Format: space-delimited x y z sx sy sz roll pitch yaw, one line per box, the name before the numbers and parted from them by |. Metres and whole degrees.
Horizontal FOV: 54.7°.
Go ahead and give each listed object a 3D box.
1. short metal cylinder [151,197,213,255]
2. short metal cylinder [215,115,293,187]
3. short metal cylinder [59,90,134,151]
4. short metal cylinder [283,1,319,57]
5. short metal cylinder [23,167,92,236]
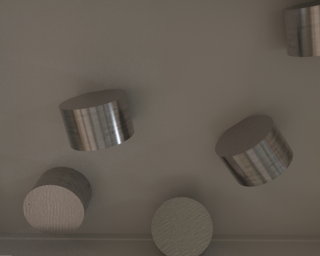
short metal cylinder | 0.031 0.142 0.427 0.080 0.080 0.050 -5 150 2
short metal cylinder | 0.118 0.028 0.393 0.080 0.080 0.050 -34 107 11
short metal cylinder | -0.075 -0.012 0.377 0.080 0.080 0.050 -9 110 3
short metal cylinder | 0.181 -0.114 0.342 0.080 0.080 0.050 -12 110 4
short metal cylinder | -0.141 0.102 0.434 0.081 0.050 0.079 0 110 0
